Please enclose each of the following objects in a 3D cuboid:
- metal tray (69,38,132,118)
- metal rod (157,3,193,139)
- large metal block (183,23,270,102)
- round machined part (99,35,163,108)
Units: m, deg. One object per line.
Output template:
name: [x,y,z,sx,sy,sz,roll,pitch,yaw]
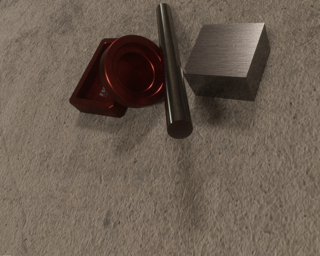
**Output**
metal tray: [-0.076,-0.083,0.489,0.090,0.030,0.130,9,66,31]
metal rod: [0.013,-0.098,0.410,0.025,0.025,0.300,-21,40,15]
large metal block: [0.086,-0.084,0.394,0.080,0.050,0.080,10,67,32]
round machined part: [-0.038,-0.075,0.431,0.042,0.098,0.098,-15,49,58]
